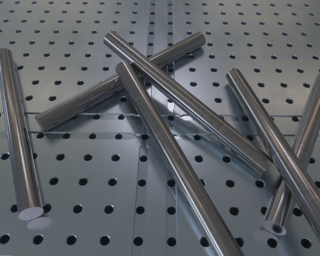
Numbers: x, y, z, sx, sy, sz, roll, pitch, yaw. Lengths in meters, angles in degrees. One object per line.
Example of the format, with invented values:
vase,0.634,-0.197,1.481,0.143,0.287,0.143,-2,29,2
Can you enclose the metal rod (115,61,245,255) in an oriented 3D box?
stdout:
metal rod,0.011,0.025,0.371,0.025,0.025,0.299,-20,58,-16

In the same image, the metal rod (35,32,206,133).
metal rod,-0.044,-0.080,0.474,0.302,0.025,0.025,-33,58,-25

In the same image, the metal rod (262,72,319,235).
metal rod,0.193,0.004,0.405,0.025,0.025,0.301,24,54,19

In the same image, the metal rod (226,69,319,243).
metal rod,0.137,0.019,0.366,0.025,0.025,0.300,-7,42,-6

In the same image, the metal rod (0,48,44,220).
metal rod,-0.196,-0.014,0.418,0.025,0.025,0.300,-18,52,-15

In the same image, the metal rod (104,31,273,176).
metal rod,0.026,-0.045,0.424,0.025,0.025,0.300,-36,65,-26
